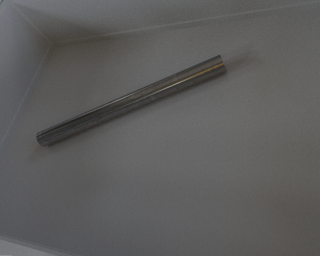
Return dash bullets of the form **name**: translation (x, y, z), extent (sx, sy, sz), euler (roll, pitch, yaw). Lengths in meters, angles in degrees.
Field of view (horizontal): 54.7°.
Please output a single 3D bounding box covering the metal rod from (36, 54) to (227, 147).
- **metal rod**: translation (-0.051, -0.034, 0.451), extent (0.301, 0.025, 0.025), euler (-21, 54, 15)
